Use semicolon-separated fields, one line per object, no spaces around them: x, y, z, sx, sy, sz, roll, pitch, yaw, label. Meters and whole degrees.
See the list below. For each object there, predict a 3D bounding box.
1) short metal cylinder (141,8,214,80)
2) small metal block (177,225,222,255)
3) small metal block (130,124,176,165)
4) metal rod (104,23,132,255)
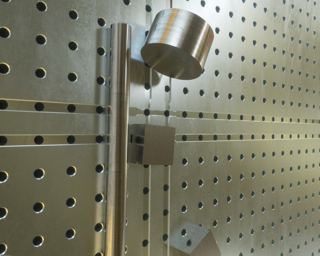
0.022;-0.103;0.391;0.080;0.080;0.050;32;70;-36;short metal cylinder
0.059;0.184;0.459;0.050;0.025;0.050;-37;113;-34;small metal block
-0.008;0.022;0.402;0.050;0.025;0.050;7;86;-40;small metal block
-0.050;0.028;0.366;0.025;0.025;0.298;2;89;-40;metal rod
